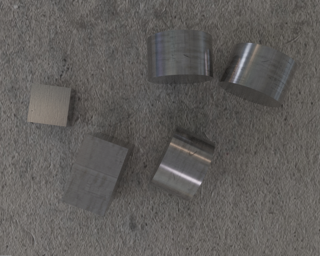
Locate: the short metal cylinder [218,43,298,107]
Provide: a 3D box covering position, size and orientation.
[{"bbox_3d":[0.120,-0.064,0.384,0.080,0.080,0.050,23,90,0],"label":"short metal cylinder"}]

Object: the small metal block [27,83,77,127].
[{"bbox_3d":[-0.142,-0.030,0.409,0.050,0.025,0.050,7,90,0],"label":"small metal block"}]

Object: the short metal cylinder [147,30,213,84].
[{"bbox_3d":[0.025,-0.084,0.383,0.081,0.080,0.050,-1,90,0],"label":"short metal cylinder"}]

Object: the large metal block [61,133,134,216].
[{"bbox_3d":[-0.072,0.052,0.382,0.050,0.080,0.080,20,90,0],"label":"large metal block"}]

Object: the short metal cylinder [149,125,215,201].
[{"bbox_3d":[0.027,0.043,0.383,0.050,0.080,0.080,26,90,0],"label":"short metal cylinder"}]
